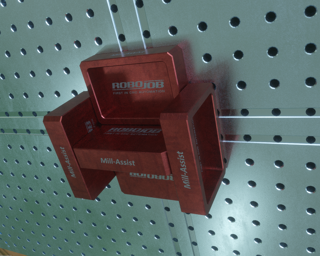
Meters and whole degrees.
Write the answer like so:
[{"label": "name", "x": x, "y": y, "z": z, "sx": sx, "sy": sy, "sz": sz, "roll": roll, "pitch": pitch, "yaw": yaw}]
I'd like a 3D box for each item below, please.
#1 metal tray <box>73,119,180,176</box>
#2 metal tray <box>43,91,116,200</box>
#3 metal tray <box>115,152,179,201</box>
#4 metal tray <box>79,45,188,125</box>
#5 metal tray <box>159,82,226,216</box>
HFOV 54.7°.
[{"label": "metal tray", "x": -0.031, "y": 0.017, "z": 0.392, "sx": 0.130, "sy": 0.090, "sz": 0.030, "roll": 1, "pitch": 119, "yaw": 27}, {"label": "metal tray", "x": -0.100, "y": 0.023, "z": 0.433, "sx": 0.030, "sy": 0.090, "sz": 0.129, "roll": 1, "pitch": 119, "yaw": 28}, {"label": "metal tray", "x": -0.004, "y": 0.057, "z": 0.442, "sx": 0.130, "sy": 0.030, "sz": 0.089, "roll": 1, "pitch": 119, "yaw": 27}, {"label": "metal tray", "x": -0.030, "y": -0.050, "z": 0.391, "sx": 0.130, "sy": 0.030, "sz": 0.089, "roll": 1, "pitch": 119, "yaw": 27}, {"label": "metal tray", "x": 0.043, "y": 0.023, "z": 0.359, "sx": 0.030, "sy": 0.090, "sz": 0.129, "roll": 1, "pitch": 119, "yaw": 28}]
